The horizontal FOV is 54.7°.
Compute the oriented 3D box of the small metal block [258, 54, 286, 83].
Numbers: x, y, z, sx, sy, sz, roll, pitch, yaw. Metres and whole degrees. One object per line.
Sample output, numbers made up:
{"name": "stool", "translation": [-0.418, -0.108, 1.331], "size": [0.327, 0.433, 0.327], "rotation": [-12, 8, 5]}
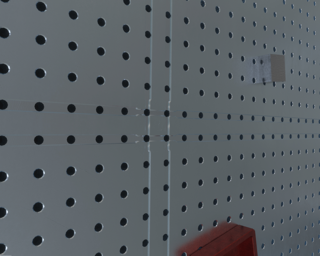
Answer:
{"name": "small metal block", "translation": [0.212, -0.112, 0.587], "size": [0.050, 0.025, 0.050], "rotation": [-7, 95, -40]}

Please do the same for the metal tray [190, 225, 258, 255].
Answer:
{"name": "metal tray", "translation": [0.107, 0.223, 0.495], "size": [0.131, 0.030, 0.089], "rotation": [-13, 99, -39]}
